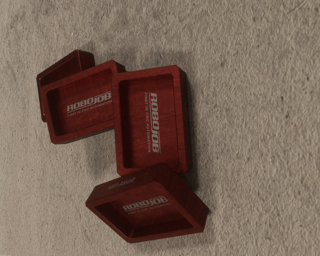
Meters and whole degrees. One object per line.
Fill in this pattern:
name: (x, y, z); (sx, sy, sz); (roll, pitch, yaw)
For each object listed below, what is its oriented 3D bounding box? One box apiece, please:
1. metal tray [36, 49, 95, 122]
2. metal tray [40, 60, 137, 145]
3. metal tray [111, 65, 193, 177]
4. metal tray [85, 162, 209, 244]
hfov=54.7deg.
metal tray: (-0.160, -0.067, 0.530); (0.130, 0.030, 0.090); (-17, 79, 38)
metal tray: (-0.106, -0.035, 0.453); (0.130, 0.030, 0.090); (-17, 83, 17)
metal tray: (-0.010, -0.007, 0.388); (0.090, 0.030, 0.129); (-5, 87, 18)
metal tray: (-0.018, 0.097, 0.381); (0.130, 0.030, 0.090); (-25, 116, 37)
